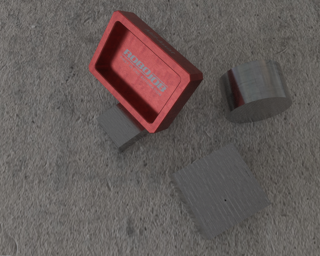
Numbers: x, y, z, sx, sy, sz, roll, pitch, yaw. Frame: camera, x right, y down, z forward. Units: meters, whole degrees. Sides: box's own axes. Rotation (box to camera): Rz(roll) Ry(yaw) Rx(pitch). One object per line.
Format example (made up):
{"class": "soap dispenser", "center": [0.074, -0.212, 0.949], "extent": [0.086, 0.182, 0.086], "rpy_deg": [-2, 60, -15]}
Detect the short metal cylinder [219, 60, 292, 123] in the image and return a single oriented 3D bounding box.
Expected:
{"class": "short metal cylinder", "center": [0.120, -0.044, 0.396], "extent": [0.081, 0.080, 0.050], "rpy_deg": [-8, 70, -3]}

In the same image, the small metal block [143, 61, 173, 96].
{"class": "small metal block", "center": [0.003, -0.056, 0.415], "extent": [0.025, 0.050, 0.050], "rpy_deg": [-38, 75, -13]}

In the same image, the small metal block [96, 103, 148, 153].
{"class": "small metal block", "center": [-0.047, -0.004, 0.409], "extent": [0.050, 0.025, 0.050], "rpy_deg": [-36, 74, -12]}

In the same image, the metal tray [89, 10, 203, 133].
{"class": "metal tray", "center": [-0.022, -0.068, 0.378], "extent": [0.130, 0.089, 0.030], "rpy_deg": [45, 32, 17]}

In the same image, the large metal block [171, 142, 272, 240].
{"class": "large metal block", "center": [0.068, 0.076, 0.368], "extent": [0.080, 0.050, 0.080], "rpy_deg": [-27, 72, -9]}
